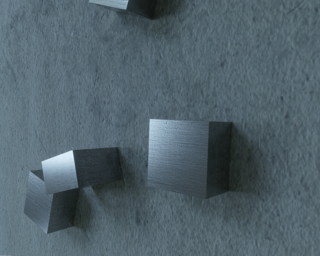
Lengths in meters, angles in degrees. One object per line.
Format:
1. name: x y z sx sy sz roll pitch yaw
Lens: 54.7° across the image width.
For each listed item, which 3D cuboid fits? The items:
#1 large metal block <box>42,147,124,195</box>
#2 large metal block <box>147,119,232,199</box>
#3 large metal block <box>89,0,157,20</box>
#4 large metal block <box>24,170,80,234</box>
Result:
1. large metal block: -0.115 0.063 0.461 0.080 0.081 0.050 -19 78 38
2. large metal block: 0.034 0.031 0.360 0.080 0.050 0.079 3 92 39
3. large metal block: -0.044 -0.200 0.423 0.080 0.050 0.079 26 107 36
4. large metal block: -0.190 0.124 0.542 0.080 0.050 0.079 20 103 38
